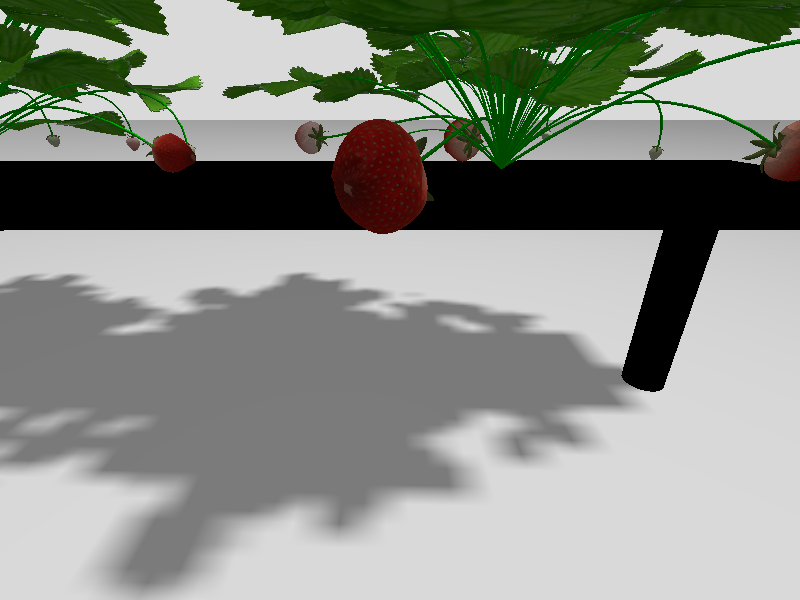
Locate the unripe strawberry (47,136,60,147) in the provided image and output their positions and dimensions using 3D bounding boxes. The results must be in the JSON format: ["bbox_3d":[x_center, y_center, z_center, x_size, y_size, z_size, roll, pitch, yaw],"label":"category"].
[{"bbox_3d":[-0.419,-0.192,0.485,0.012,0.012,0.012,-8,27,-16],"label":"unripe strawberry"}]

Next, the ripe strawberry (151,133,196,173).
[{"bbox_3d":[-0.175,-0.114,0.312,0.030,0.029,0.027,11,26,1],"label":"ripe strawberry"}]

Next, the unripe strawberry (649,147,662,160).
[{"bbox_3d":[0.245,-0.141,0.385,0.011,0.012,0.011,-9,27,-18],"label":"unripe strawberry"}]

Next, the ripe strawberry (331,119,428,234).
[{"bbox_3d":[-0.009,-0.045,0.151,0.036,0.041,0.040,12,29,23],"label":"ripe strawberry"}]

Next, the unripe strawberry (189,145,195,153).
[{"bbox_3d":[-0.206,-0.142,0.386,0.015,0.015,0.014,-9,27,-18],"label":"unripe strawberry"}]

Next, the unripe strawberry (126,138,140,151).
[{"bbox_3d":[-0.319,-0.187,0.480,0.014,0.015,0.015,7,26,14],"label":"unripe strawberry"}]

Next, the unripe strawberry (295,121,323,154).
[{"bbox_3d":[-0.099,-0.177,0.437,0.031,0.032,0.029,15,29,30],"label":"unripe strawberry"}]

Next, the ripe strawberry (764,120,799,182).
[{"bbox_3d":[0.264,-0.096,0.261,0.037,0.038,0.034,20,30,15],"label":"ripe strawberry"}]

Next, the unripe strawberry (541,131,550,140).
[{"bbox_3d":[0.182,-0.205,0.501,0.010,0.011,0.011,12,28,24],"label":"unripe strawberry"}]

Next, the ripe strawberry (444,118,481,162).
[{"bbox_3d":[0.058,-0.155,0.389,0.037,0.039,0.040,-9,27,-19],"label":"ripe strawberry"}]
